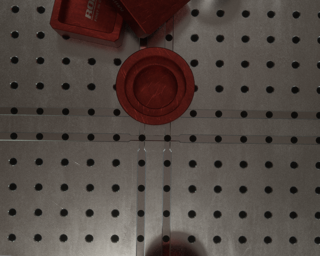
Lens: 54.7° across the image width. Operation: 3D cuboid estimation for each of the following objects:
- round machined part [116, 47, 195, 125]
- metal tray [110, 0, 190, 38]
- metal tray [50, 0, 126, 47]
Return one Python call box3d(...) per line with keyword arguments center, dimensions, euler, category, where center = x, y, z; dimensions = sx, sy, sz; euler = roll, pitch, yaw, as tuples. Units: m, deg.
box3d(center=(-0.006, -0.052, 0.405), dimensions=(0.099, 0.042, 0.097), euler=(0, 90, -1), category="round machined part")
box3d(center=(-0.028, -0.190, 0.381), dimensions=(0.090, 0.030, 0.130), euler=(-45, 109, -13), category="metal tray")
box3d(center=(-0.084, -0.182, 0.409), dimensions=(0.091, 0.030, 0.129), euler=(13, 90, -1), category="metal tray")
